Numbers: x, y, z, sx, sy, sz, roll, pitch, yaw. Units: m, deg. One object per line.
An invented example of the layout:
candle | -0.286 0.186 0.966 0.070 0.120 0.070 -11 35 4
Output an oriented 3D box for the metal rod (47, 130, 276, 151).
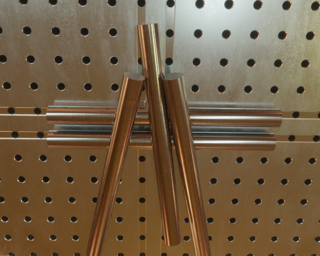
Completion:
metal rod | 0.003 0.017 0.420 0.302 0.025 0.025 1 110 -1

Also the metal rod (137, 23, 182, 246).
metal rod | 0.003 0.023 0.396 0.025 0.025 0.298 -6 110 2

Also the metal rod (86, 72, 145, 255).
metal rod | -0.066 0.069 0.418 0.025 0.025 0.298 13 117 -5

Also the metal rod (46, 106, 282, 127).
metal rod | 0.007 -0.015 0.408 0.302 0.025 0.025 1 110 -1

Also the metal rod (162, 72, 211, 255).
metal rod | 0.041 0.071 0.420 0.025 0.025 0.298 -10 117 3
